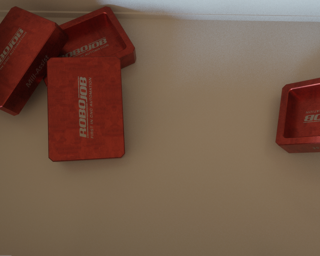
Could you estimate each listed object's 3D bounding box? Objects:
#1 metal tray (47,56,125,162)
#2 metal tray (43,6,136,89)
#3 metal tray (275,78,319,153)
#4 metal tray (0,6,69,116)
[{"bbox_3d":[-0.093,-0.024,0.395,0.091,0.030,0.129,-3,83,-8],"label":"metal tray"},{"bbox_3d":[-0.112,-0.111,0.446,0.131,0.030,0.090,-27,73,-10],"label":"metal tray"},{"bbox_3d":[0.211,-0.019,0.371,0.030,0.130,0.090,30,66,-36],"label":"metal tray"},{"bbox_3d":[-0.195,-0.092,0.415,0.090,0.030,0.130,27,82,23],"label":"metal tray"}]
